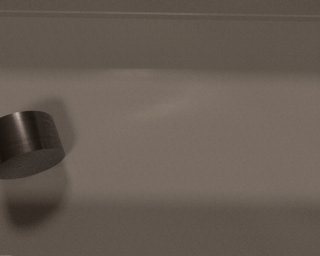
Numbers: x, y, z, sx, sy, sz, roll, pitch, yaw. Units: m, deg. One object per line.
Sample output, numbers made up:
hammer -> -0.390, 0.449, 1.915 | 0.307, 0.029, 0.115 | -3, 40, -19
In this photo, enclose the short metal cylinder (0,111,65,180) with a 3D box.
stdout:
short metal cylinder -> -0.161, 0.022, 0.371 | 0.080, 0.080, 0.050 | -22, 72, -8
